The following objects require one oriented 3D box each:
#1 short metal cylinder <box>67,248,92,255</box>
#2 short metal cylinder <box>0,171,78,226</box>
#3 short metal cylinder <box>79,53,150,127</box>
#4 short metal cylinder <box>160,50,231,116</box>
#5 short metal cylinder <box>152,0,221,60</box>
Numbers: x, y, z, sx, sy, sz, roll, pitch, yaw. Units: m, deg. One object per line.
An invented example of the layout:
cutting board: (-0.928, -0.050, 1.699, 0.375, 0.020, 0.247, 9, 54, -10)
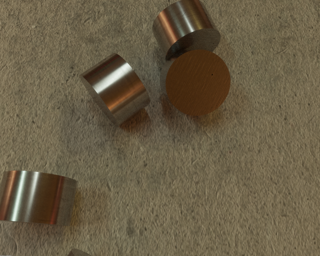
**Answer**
short metal cylinder: (-0.073, 0.169, 0.317, 0.080, 0.080, 0.050, 31, 73, 10)
short metal cylinder: (-0.138, 0.081, 0.348, 0.080, 0.080, 0.050, 4, 70, 1)
short metal cylinder: (-0.057, -0.048, 0.396, 0.050, 0.080, 0.080, -38, 74, -12)
short metal cylinder: (0.043, -0.060, 0.397, 0.081, 0.050, 0.079, -2, 104, -8)
short metal cylinder: (0.036, -0.128, 0.426, 0.080, 0.080, 0.050, -20, 71, -7)
